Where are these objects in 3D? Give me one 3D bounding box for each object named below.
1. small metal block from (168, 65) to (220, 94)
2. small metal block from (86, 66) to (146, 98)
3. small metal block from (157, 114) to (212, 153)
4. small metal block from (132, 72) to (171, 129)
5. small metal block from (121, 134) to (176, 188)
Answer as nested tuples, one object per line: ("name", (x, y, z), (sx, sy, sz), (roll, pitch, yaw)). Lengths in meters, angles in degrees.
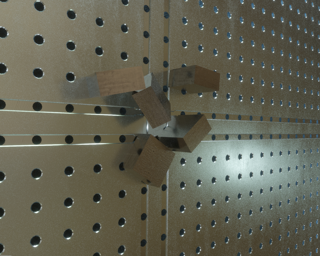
("small metal block", (0.048, -0.067, 0.435), (0.050, 0.050, 0.025), (8, 85, -40))
("small metal block", (-0.050, -0.051, 0.345), (0.050, 0.050, 0.025), (-13, 99, -24))
("small metal block", (0.033, 0.007, 0.423), (0.050, 0.050, 0.025), (-45, 118, -31))
("small metal block", (-0.009, -0.035, 0.386), (0.050, 0.025, 0.050), (59, 15, -24))
("small metal block", (-0.014, 0.042, 0.400), (0.050, 0.025, 0.050), (41, 65, -33))
